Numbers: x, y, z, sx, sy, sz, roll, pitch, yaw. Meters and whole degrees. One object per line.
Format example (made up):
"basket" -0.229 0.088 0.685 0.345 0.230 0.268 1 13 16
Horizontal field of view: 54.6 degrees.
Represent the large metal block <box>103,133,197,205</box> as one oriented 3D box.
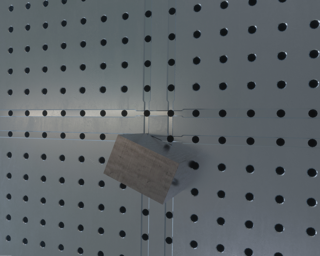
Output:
"large metal block" -0.009 0.046 0.387 0.080 0.080 0.050 24 98 18
